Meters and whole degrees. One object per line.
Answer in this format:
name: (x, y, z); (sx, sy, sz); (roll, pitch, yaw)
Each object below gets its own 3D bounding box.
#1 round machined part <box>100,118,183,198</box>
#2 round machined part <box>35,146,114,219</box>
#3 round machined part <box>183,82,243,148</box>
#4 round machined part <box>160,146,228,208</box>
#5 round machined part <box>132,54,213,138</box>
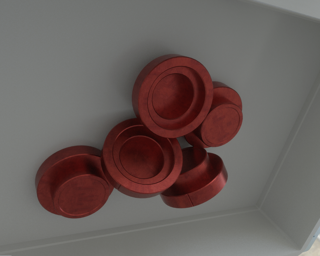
round machined part: (-0.025, 0.040, 0.386); (0.099, 0.098, 0.042); (-9, 157, -24)
round machined part: (-0.102, 0.074, 0.389); (0.099, 0.042, 0.097); (-14, 124, -21)
round machined part: (0.076, -0.012, 0.434); (0.099, 0.042, 0.097); (-14, 124, -21)
round machined part: (0.039, 0.061, 0.426); (0.099, 0.098, 0.042); (-29, 111, -10)
round machined part: (0.012, -0.040, 0.374); (0.099, 0.042, 0.097); (-10, 114, -24)
